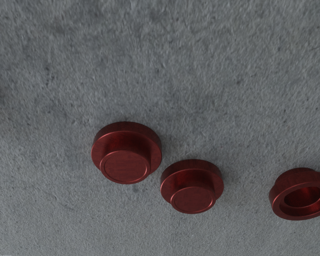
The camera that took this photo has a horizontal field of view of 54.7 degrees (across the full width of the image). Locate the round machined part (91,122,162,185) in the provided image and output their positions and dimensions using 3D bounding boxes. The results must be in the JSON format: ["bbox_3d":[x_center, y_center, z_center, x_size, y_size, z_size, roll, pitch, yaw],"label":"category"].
[{"bbox_3d":[-0.046,0.041,0.431,0.099,0.042,0.097,-1,130,0],"label":"round machined part"}]

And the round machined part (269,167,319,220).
[{"bbox_3d":[0.220,0.099,0.484,0.099,0.042,0.097,-1,130,0],"label":"round machined part"}]

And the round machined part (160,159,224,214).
[{"bbox_3d":[0.050,0.097,0.479,0.099,0.042,0.097,-1,130,0],"label":"round machined part"}]
